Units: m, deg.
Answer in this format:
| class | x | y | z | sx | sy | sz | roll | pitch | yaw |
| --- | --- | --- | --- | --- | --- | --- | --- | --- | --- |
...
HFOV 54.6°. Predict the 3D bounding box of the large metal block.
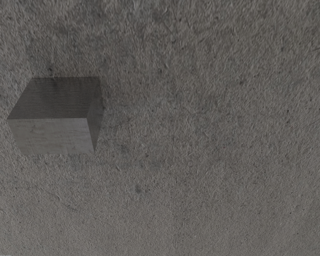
| class | x | y | z | sx | sy | sz | roll | pitch | yaw |
| --- | --- | --- | --- | --- | --- | --- | --- | --- | --- |
| large metal block | -0.113 | -0.016 | 0.356 | 0.080 | 0.080 | 0.050 | -1 | 130 | 1 |
